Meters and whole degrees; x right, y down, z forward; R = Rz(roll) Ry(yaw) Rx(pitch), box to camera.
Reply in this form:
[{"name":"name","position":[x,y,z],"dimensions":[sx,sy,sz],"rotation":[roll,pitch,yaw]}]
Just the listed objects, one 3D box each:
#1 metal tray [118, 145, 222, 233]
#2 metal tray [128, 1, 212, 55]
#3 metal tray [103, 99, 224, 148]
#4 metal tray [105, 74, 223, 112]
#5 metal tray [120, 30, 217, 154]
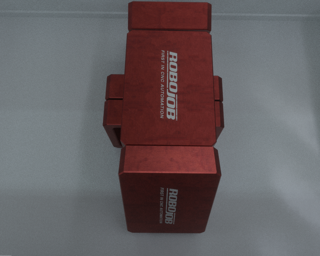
[{"name":"metal tray","position":[0.008,0.070,0.325],"dimensions":[0.091,0.129,0.030],"rotation":[1,49,-1]},{"name":"metal tray","position":[0.011,-0.121,0.396],"dimensions":[0.091,0.130,0.030],"rotation":[1,91,0]},{"name":"metal tray","position":[0.004,-0.002,0.375],"dimensions":[0.131,0.090,0.030],"rotation":[1,70,0]},{"name":"metal tray","position":[0.005,-0.031,0.385],"dimensions":[0.131,0.090,0.030],"rotation":[1,70,0]},{"name":"metal tray","position":[0.009,-0.039,0.324],"dimensions":[0.091,0.030,0.130],"rotation":[1,70,-1]}]
